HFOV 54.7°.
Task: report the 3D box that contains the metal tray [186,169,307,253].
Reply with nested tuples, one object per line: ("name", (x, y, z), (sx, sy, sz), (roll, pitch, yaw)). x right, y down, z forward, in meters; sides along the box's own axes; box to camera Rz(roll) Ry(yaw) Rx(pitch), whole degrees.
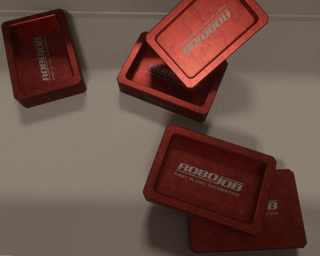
("metal tray", (0.098, 0.099, 0.372), (0.131, 0.030, 0.090), (-2, 70, -1))

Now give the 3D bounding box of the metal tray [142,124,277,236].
("metal tray", (0.056, 0.058, 0.353), (0.131, 0.030, 0.090), (18, 71, 6))

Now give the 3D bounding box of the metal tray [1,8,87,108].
("metal tray", (-0.166, -0.101, 0.441), (0.091, 0.030, 0.130), (-17, 71, -7))

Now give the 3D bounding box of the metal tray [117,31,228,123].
("metal tray", (0.018, -0.073, 0.433), (0.131, 0.030, 0.090), (22, 71, 7))

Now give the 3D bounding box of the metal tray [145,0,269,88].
("metal tray", (0.058, -0.125, 0.398), (0.130, 0.030, 0.090), (-41, 95, 11))
